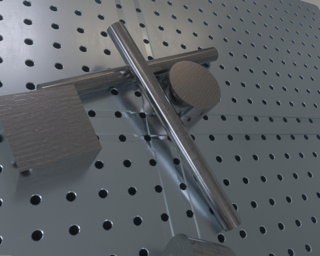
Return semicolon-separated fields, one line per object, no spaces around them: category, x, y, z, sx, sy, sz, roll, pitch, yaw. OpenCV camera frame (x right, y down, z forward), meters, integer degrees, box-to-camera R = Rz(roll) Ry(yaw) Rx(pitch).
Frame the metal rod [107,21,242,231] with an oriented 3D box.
metal rod;0.015;-0.007;0.400;0.025;0.025;0.299;-26;82;-37

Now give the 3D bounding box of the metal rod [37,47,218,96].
metal rod;-0.023;-0.083;0.446;0.302;0.025;0.025;-21;73;-36

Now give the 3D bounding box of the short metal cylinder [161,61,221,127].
short metal cylinder;0.039;-0.049;0.443;0.081;0.050;0.080;14;56;-21

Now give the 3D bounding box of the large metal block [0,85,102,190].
large metal block;-0.119;0.007;0.324;0.081;0.050;0.080;-16;70;-34

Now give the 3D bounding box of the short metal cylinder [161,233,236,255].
short metal cylinder;0.034;0.149;0.300;0.050;0.080;0.080;21;54;-16
